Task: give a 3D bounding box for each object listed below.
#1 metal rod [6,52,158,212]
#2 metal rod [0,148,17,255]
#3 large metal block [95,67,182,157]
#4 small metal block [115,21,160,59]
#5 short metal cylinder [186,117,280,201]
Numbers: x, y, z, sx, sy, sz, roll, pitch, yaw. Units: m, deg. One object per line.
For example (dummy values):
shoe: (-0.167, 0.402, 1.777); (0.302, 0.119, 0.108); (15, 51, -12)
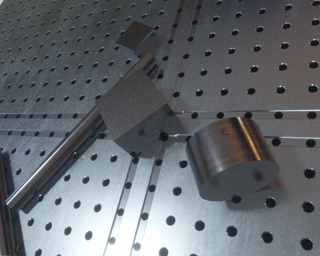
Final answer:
metal rod: (-0.113, 0.001, 0.464); (0.300, 0.025, 0.025); (-48, 52, -6)
metal rod: (-0.222, 0.139, 0.436); (0.025, 0.025, 0.300); (-36, 51, 4)
large metal block: (-0.031, -0.022, 0.420); (0.080, 0.050, 0.080); (-36, 51, 4)
small metal block: (-0.038, -0.146, 0.516); (0.050, 0.025, 0.050); (33, 80, 37)
short metal cylinder: (0.071, 0.033, 0.314); (0.080, 0.080, 0.050); (-25, 53, 13)
